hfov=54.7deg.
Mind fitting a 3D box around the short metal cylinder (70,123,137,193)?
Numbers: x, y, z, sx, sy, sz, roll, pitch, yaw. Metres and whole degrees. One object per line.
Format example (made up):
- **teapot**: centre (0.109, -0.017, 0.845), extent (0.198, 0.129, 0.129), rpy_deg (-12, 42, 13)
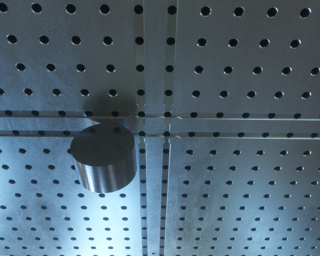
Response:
- **short metal cylinder**: centre (-0.072, 0.038, 0.407), extent (0.081, 0.080, 0.050), rpy_deg (-1, 130, 0)
